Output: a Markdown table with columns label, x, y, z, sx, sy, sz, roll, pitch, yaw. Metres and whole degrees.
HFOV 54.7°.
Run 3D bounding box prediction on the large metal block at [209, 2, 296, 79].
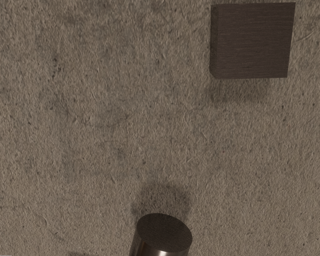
| label | x | y | z | sx | sy | sz | roll | pitch | yaw |
| --- | --- | --- | --- | --- | --- | --- | --- | --- | --- |
| large metal block | 0.103 | -0.102 | 0.360 | 0.081 | 0.050 | 0.079 | -1 | 110 | 0 |

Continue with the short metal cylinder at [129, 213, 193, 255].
| label | x | y | z | sx | sy | sz | roll | pitch | yaw |
| --- | --- | --- | --- | --- | --- | --- | --- | --- | --- |
| short metal cylinder | 0.001 | 0.167 | 0.442 | 0.081 | 0.080 | 0.050 | 13 | 110 | -5 |
